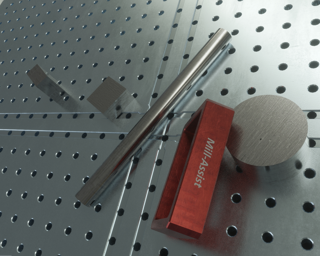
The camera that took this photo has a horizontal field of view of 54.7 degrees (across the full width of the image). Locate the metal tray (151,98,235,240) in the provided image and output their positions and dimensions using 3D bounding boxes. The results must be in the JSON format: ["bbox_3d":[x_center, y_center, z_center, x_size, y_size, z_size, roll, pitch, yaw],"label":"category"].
[{"bbox_3d":[0.032,0.045,0.321,0.030,0.090,0.130,22,68,-4],"label":"metal tray"}]

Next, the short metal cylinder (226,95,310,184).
[{"bbox_3d":[0.112,0.012,0.325,0.080,0.050,0.080,-13,56,20],"label":"short metal cylinder"}]

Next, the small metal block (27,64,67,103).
[{"bbox_3d":[-0.197,-0.078,0.541,0.025,0.050,0.050,-45,51,-3],"label":"small metal block"}]

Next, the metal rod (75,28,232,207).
[{"bbox_3d":[-0.004,-0.019,0.420,0.025,0.025,0.300,34,80,38],"label":"metal rod"}]

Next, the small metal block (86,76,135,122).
[{"bbox_3d":[-0.076,-0.045,0.474,0.050,0.025,0.050,-48,52,-6],"label":"small metal block"}]
